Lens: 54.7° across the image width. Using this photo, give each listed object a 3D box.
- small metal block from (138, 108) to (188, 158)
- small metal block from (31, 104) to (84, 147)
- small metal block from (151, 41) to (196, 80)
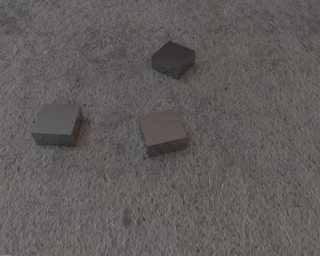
[{"bbox_3d":[0.003,0.006,0.398,0.050,0.025,0.050,-13,51,-11],"label":"small metal block"},{"bbox_3d":[-0.132,-0.004,0.405,0.050,0.025,0.050,3,50,2],"label":"small metal block"},{"bbox_3d":[0.022,-0.109,0.495,0.050,0.025,0.050,28,55,21],"label":"small metal block"}]
